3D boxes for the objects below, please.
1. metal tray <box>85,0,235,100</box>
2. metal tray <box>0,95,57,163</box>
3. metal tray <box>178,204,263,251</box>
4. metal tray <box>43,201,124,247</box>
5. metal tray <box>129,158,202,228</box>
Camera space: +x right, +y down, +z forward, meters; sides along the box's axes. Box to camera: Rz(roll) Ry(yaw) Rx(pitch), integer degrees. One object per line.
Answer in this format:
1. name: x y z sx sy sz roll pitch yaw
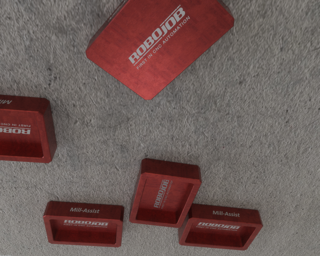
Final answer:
1. metal tray: -0.002 -0.098 0.320 0.090 0.030 0.130 35 122 -26
2. metal tray: -0.208 0.001 0.402 0.131 0.030 0.089 4 130 -4
3. metal tray: 0.105 0.180 0.557 0.131 0.030 0.089 7 130 -7
4. metal tray: -0.132 0.172 0.548 0.131 0.030 0.089 5 130 -5
5. metal tray: 0.005 0.108 0.495 0.091 0.030 0.129 9 130 -8
